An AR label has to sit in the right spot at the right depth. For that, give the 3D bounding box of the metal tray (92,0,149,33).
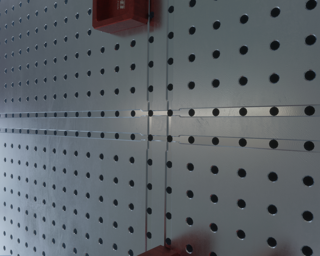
[{"bbox_3d":[-0.059,-0.214,0.455,0.090,0.030,0.129,2,91,40],"label":"metal tray"}]

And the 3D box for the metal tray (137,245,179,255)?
[{"bbox_3d":[-0.019,0.224,0.383,0.030,0.091,0.129,7,95,40],"label":"metal tray"}]
